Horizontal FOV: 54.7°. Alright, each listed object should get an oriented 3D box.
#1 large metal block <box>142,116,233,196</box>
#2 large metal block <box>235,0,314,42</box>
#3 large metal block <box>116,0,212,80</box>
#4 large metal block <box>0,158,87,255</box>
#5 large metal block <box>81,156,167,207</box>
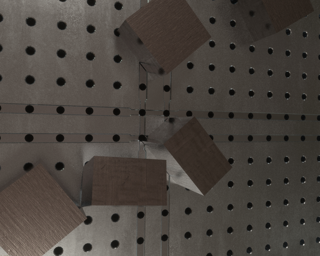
[{"bbox_3d":[0.032,0.033,0.396,0.050,0.080,0.080,-42,104,-15],"label":"large metal block"},{"bbox_3d":[0.169,-0.188,0.463,0.080,0.050,0.080,-32,101,-17],"label":"large metal block"},{"bbox_3d":[0.004,-0.121,0.402,0.080,0.050,0.080,-42,104,-15],"label":"large metal block"},{"bbox_3d":[-0.142,0.092,0.347,0.080,0.050,0.080,-39,103,-16],"label":"large metal block"},{"bbox_3d":[-0.045,0.066,0.362,0.081,0.080,0.050,5,73,-21],"label":"large metal block"}]
